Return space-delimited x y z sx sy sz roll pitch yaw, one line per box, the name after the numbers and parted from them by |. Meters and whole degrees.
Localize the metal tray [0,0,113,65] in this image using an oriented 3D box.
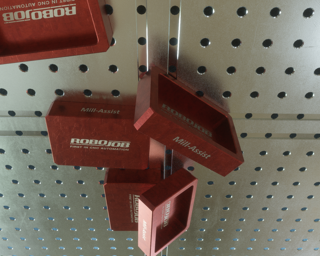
-0.122 -0.116 0.308 0.131 0.030 0.090 -6 130 5 | metal tray

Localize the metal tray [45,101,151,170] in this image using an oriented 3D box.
-0.079 0.012 0.418 0.131 0.030 0.089 4 130 -3 | metal tray

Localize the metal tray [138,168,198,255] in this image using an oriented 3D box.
0.011 0.133 0.479 0.091 0.030 0.129 -28 138 -34 | metal tray

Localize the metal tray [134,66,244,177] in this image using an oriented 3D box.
0.034 -0.008 0.361 0.131 0.090 0.030 29 124 -23 | metal tray

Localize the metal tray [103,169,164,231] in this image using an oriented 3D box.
-0.040 0.122 0.511 0.090 0.030 0.129 0 130 -1 | metal tray
